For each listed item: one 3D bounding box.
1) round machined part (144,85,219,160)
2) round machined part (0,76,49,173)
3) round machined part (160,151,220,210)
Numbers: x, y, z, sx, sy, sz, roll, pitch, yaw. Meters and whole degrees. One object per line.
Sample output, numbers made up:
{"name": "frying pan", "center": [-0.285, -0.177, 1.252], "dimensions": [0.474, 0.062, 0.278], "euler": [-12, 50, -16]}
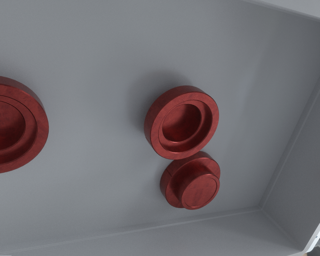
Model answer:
{"name": "round machined part", "center": [0.024, -0.010, 0.404], "dimensions": [0.099, 0.042, 0.097], "euler": [-14, 124, -21]}
{"name": "round machined part", "center": [-0.164, -0.006, 0.304], "dimensions": [0.099, 0.042, 0.097], "euler": [-14, 124, -21]}
{"name": "round machined part", "center": [0.053, 0.087, 0.480], "dimensions": [0.099, 0.042, 0.097], "euler": [-14, 124, -21]}
